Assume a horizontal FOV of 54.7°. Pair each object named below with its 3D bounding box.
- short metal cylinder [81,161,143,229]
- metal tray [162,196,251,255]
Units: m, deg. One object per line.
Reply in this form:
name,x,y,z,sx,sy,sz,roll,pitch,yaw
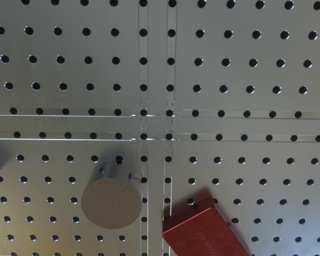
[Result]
short metal cylinder,-0.064,0.092,0.433,0.081,0.050,0.079,0,110,0
metal tray,0.074,0.179,0.477,0.090,0.030,0.130,-32,107,11
